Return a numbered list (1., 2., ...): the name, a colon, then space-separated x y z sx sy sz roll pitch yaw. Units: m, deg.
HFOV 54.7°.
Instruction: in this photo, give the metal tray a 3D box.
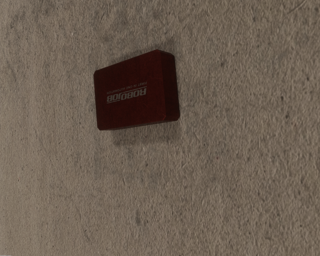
1. metal tray: -0.037 -0.047 0.430 0.130 0.030 0.089 -8 85 39
